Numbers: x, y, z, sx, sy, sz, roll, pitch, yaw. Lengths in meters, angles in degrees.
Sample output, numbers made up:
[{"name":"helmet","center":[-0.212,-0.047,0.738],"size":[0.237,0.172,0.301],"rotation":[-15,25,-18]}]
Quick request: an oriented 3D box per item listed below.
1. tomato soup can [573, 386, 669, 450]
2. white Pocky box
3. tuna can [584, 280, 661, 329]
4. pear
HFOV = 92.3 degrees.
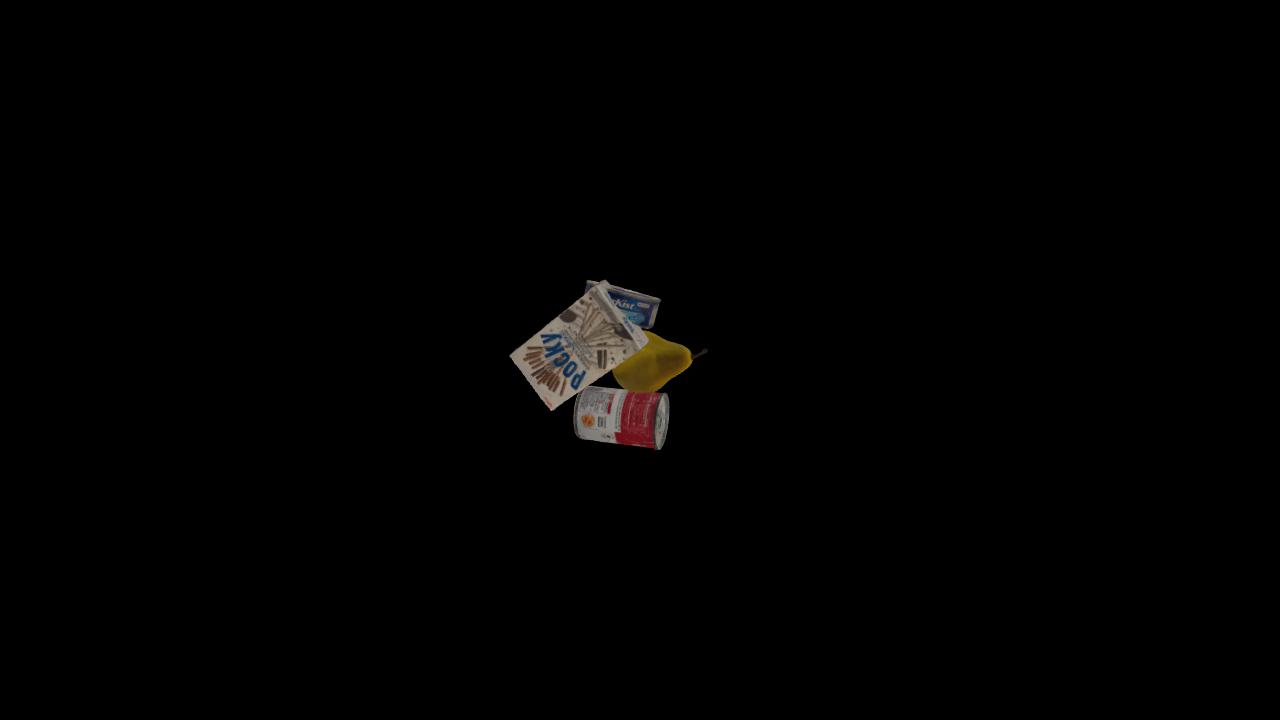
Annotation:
[{"name":"tomato soup can","center":[-0.022,0.067,0.733],"size":[0.101,0.068,0.068],"rotation":[5,1,15]},{"name":"white Pocky box","center":[-0.069,-0.013,0.678],"size":[0.154,0.084,0.028],"rotation":[-34,4,33]},{"name":"tuna can","center":[-0.022,-0.061,0.673],"size":[0.084,0.034,0.084],"rotation":[15,9,-2]},{"name":"pear","center":[0.024,0.004,0.728],"size":[0.111,0.080,0.080],"rotation":[3,1,28]}]
